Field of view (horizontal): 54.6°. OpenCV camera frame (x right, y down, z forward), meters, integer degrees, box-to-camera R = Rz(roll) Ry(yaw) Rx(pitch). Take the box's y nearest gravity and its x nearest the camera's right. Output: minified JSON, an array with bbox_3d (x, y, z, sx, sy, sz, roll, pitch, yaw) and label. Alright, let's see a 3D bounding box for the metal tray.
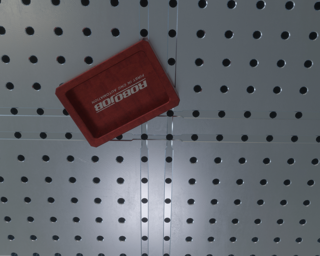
[{"bbox_3d":[-0.052,-0.043,0.394,0.130,0.030,0.090,-27,108,9],"label":"metal tray"}]
